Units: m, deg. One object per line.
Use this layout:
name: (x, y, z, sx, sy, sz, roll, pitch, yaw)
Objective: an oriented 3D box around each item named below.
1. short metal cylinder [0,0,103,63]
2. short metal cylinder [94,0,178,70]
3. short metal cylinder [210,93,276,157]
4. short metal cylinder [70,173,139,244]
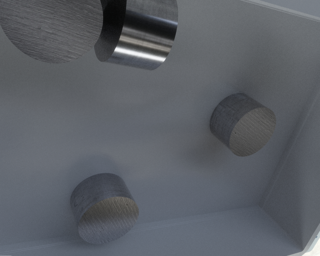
short metal cylinder: (-0.090, -0.102, 0.267, 0.081, 0.050, 0.079, -5, 119, -9)
short metal cylinder: (-0.026, -0.099, 0.297, 0.050, 0.080, 0.079, 5, 116, -31)
short metal cylinder: (0.121, -0.005, 0.455, 0.081, 0.050, 0.079, -14, 124, -21)
short metal cylinder: (-0.075, 0.108, 0.418, 0.081, 0.050, 0.079, -14, 124, -21)
